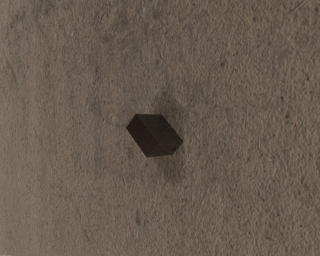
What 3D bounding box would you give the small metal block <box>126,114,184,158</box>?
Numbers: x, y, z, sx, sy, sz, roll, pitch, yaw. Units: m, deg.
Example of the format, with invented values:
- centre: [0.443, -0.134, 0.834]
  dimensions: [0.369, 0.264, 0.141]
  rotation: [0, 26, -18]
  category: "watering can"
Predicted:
- centre: [-0.006, 0.009, 0.392]
  dimensions: [0.050, 0.050, 0.025]
  rotation: [52, 120, 27]
  category: "small metal block"
